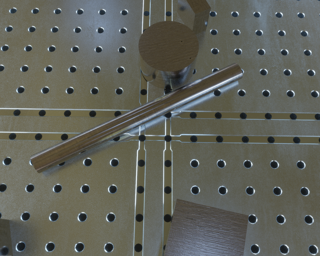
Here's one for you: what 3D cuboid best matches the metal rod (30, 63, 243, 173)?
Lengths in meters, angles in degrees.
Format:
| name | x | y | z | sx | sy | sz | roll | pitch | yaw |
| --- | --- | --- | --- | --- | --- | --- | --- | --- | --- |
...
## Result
| name | x | y | z | sx | sy | sz | roll | pitch | yaw |
| --- | --- | --- | --- | --- | --- | --- | --- | --- | --- |
| metal rod | -0.024 | -0.018 | 0.417 | 0.302 | 0.025 | 0.025 | -25 | 72 | -10 |

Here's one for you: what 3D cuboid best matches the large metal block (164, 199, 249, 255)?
| name | x | y | z | sx | sy | sz | roll | pitch | yaw |
| --- | --- | --- | --- | --- | --- | --- | --- | --- | --- |
| large metal block | 0.048 | 0.132 | 0.351 | 0.080 | 0.050 | 0.080 | 13 | 70 | 4 |

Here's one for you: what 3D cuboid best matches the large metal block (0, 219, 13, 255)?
| name | x | y | z | sx | sy | sz | roll | pitch | yaw |
| --- | --- | --- | --- | --- | --- | --- | --- | --- | --- |
| large metal block | -0.218 | 0.132 | 0.332 | 0.081 | 0.080 | 0.050 | -15 | 71 | -6 |

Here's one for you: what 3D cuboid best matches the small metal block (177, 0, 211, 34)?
| name | x | y | z | sx | sy | sz | roll | pitch | yaw |
| --- | --- | --- | --- | --- | --- | --- | --- | --- | --- |
| small metal block | 0.049 | -0.176 | 0.464 | 0.025 | 0.050 | 0.050 | -24 | 72 | -9 |

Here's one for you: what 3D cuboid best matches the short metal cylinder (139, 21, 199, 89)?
| name | x | y | z | sx | sy | sz | roll | pitch | yaw |
| --- | --- | --- | --- | --- | --- | --- | --- | --- | --- |
| short metal cylinder | 0.012 | -0.102 | 0.436 | 0.081 | 0.050 | 0.080 | 0 | 70 | 0 |
